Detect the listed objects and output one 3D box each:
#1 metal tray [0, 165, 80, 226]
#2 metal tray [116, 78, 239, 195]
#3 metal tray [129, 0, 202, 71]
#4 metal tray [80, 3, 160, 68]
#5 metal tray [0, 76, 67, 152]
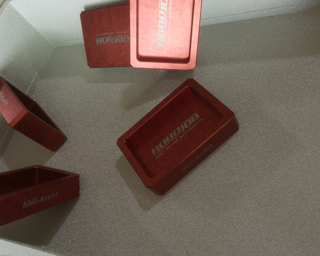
[{"bbox_3d":[-0.177,0.079,0.384,0.090,0.131,0.030,6,98,30],"label":"metal tray"},{"bbox_3d":[0.020,0.008,0.386,0.130,0.030,0.090,-41,51,0],"label":"metal tray"},{"bbox_3d":[0.007,-0.144,0.408,0.091,0.129,0.030,3,27,0],"label":"metal tray"},{"bbox_3d":[-0.061,-0.142,0.484,0.130,0.030,0.089,4,108,29],"label":"metal tray"},{"bbox_3d":[-0.211,-0.024,0.486,0.030,0.090,0.130,-48,52,-5],"label":"metal tray"}]
